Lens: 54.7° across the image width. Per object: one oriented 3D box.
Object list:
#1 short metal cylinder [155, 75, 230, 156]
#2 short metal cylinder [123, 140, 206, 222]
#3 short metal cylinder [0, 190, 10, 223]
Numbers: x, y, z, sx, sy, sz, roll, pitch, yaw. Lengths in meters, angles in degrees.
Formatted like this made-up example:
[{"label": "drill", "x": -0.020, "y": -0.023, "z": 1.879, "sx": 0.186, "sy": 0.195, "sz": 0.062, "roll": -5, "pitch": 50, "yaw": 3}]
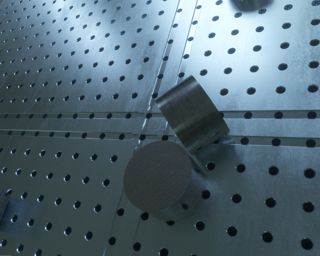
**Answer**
[{"label": "short metal cylinder", "x": 0.037, "y": -0.015, "z": 0.361, "sx": 0.050, "sy": 0.080, "sz": 0.080, "roll": -34, "pitch": 52, "yaw": 6}, {"label": "short metal cylinder", "x": 0.006, "y": 0.061, "z": 0.351, "sx": 0.080, "sy": 0.050, "sz": 0.080, "roll": -13, "pitch": 56, "yaw": 20}, {"label": "short metal cylinder", "x": -0.264, "y": 0.112, "z": 0.440, "sx": 0.080, "sy": 0.080, "sz": 0.050, "roll": -4, "pitch": 60, "yaw": 26}]
